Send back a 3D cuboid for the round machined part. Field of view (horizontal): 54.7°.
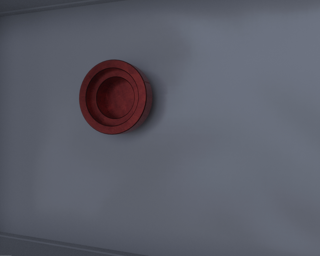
[{"bbox_3d":[-0.056,-0.040,0.420,0.098,0.042,0.097,0,90,19],"label":"round machined part"}]
